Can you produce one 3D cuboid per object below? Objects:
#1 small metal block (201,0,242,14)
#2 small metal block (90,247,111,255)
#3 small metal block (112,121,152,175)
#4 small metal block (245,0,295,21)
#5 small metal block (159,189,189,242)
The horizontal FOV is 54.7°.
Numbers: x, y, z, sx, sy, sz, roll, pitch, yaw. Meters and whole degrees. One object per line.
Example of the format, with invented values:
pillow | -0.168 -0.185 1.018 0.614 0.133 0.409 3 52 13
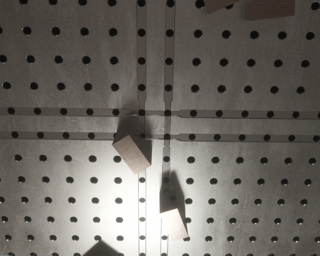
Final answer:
small metal block | 0.069 -0.165 0.354 0.050 0.025 0.050 -22 109 7
small metal block | -0.096 0.229 0.497 0.050 0.025 0.050 42 104 -14
small metal block | -0.035 0.025 0.409 0.025 0.050 0.050 -31 108 10
small metal block | 0.127 -0.154 0.359 0.050 0.025 0.050 -6 110 1
small metal block | 0.019 0.125 0.446 0.025 0.050 0.050 -18 109 6
